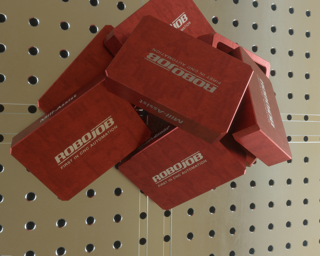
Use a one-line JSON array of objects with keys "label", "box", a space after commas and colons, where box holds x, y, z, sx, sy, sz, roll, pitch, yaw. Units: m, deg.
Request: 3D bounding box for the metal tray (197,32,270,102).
[{"label": "metal tray", "box": [0.097, -0.063, 0.422, 0.131, 0.030, 0.090, 12, 85, -40]}]

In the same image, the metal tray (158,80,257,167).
[{"label": "metal tray", "box": [0.062, -0.008, 0.401, 0.130, 0.090, 0.030, 46, 76, -14]}]

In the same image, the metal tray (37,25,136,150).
[{"label": "metal tray", "box": [-0.072, -0.049, 0.382, 0.090, 0.030, 0.130, 41, 77, -16]}]

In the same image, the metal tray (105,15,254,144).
[{"label": "metal tray", "box": [0.021, -0.052, 0.324, 0.130, 0.030, 0.090, 27, 66, 2]}]

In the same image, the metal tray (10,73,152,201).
[{"label": "metal tray", "box": [-0.086, 0.011, 0.354, 0.130, 0.030, 0.090, -38, 118, -5]}]

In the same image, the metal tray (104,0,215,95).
[{"label": "metal tray", "box": [0.005, -0.114, 0.391, 0.090, 0.030, 0.130, 49, 61, -15]}]

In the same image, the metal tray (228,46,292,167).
[{"label": "metal tray", "box": [0.118, -0.028, 0.386, 0.090, 0.030, 0.130, 33, 43, -38]}]

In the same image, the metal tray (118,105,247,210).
[{"label": "metal tray", "box": [0.024, 0.041, 0.372, 0.090, 0.130, 0.030, 45, 34, -16]}]
